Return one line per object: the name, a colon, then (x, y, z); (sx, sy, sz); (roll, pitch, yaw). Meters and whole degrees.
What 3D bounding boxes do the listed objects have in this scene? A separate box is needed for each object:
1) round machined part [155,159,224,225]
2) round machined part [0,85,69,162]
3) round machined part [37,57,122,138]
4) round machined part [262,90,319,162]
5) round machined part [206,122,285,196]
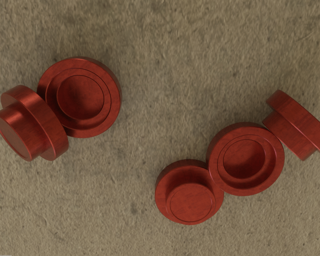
round machined part: (0.042, 0.097, 0.437); (0.099, 0.042, 0.097); (0, 110, -1)
round machined part: (-0.159, 0.001, 0.369); (0.098, 0.042, 0.097); (29, 141, 26)
round machined part: (-0.096, -0.040, 0.385); (0.099, 0.042, 0.097); (0, 110, -1)
round machined part: (0.163, 0.002, 0.374); (0.098, 0.098, 0.042); (40, 105, -14)
round machined part: (0.110, 0.038, 0.414); (0.099, 0.042, 0.097); (-1, 108, -3)
